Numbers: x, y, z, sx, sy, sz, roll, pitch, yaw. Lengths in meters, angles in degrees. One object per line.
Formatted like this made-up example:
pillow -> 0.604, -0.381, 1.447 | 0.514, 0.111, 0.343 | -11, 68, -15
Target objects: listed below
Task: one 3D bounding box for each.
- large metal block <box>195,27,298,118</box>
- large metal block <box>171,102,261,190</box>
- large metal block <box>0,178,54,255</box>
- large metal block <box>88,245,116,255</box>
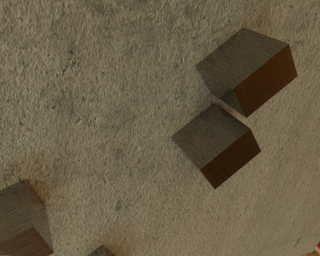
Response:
large metal block -> 0.105, -0.071, 0.384 | 0.080, 0.080, 0.050 | -39, 129, -2
large metal block -> 0.075, 0.022, 0.426 | 0.080, 0.080, 0.050 | -39, 129, -2
large metal block -> -0.174, 0.116, 0.348 | 0.080, 0.080, 0.050 | -25, 128, -13
large metal block -> -0.078, 0.243, 0.479 | 0.050, 0.080, 0.080 | -35, 129, -5
